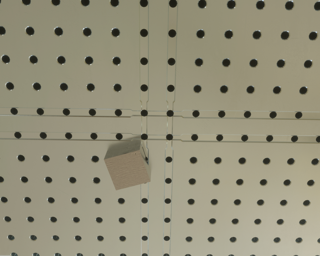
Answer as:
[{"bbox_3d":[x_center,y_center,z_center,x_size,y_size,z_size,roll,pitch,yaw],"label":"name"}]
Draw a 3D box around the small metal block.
[{"bbox_3d":[-0.044,0.054,0.433,0.050,0.025,0.050,-15,110,5],"label":"small metal block"}]
